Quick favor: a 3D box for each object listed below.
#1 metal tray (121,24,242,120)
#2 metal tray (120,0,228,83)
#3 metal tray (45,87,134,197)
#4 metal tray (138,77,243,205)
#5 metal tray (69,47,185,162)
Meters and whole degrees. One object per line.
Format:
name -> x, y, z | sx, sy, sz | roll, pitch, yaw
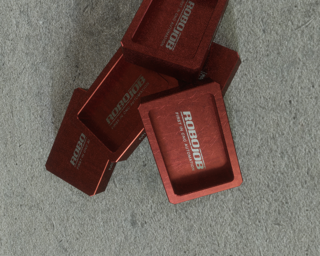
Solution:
metal tray -> 0.025, -0.076, 0.398 | 0.130, 0.030, 0.090 | 28, 99, 17
metal tray -> 0.021, -0.125, 0.363 | 0.090, 0.030, 0.130 | 20, 69, 8
metal tray -> -0.100, 0.019, 0.441 | 0.090, 0.030, 0.129 | 26, 98, 17
metal tray -> 0.036, 0.017, 0.358 | 0.090, 0.030, 0.129 | -17, 109, 2
metal tray -> -0.043, -0.032, 0.390 | 0.090, 0.030, 0.130 | 43, 103, 14
